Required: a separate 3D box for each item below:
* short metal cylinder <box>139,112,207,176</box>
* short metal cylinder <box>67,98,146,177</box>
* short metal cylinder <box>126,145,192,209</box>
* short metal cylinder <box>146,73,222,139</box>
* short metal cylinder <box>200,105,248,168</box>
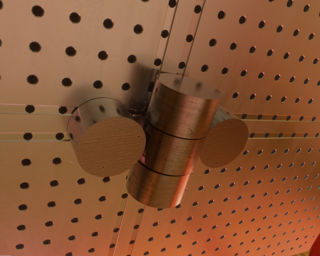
[{"bbox_3d":[0.014,0.017,0.394,0.081,0.080,0.050,2,118,-30],"label":"short metal cylinder"},{"bbox_3d":[-0.064,0.011,0.367,0.081,0.050,0.079,-14,125,-21],"label":"short metal cylinder"},{"bbox_3d":[-0.001,0.061,0.414,0.081,0.080,0.050,1,118,-29],"label":"short metal cylinder"},{"bbox_3d":[0.028,-0.028,0.374,0.081,0.080,0.050,2,117,-30],"label":"short metal cylinder"},{"bbox_3d":[0.078,0.010,0.445,0.081,0.050,0.079,-14,125,-21],"label":"short metal cylinder"}]
